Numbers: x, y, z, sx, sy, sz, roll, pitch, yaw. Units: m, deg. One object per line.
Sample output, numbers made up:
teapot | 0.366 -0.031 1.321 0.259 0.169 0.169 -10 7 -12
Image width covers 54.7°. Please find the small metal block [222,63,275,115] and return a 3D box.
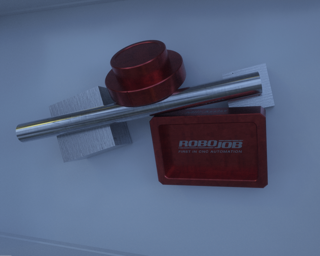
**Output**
small metal block | 0.106 -0.045 0.371 0.050 0.025 0.050 -12 86 19

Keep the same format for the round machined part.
round machined part | -0.021 -0.072 0.374 0.098 0.098 0.042 -5 129 19

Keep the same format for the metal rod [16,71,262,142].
metal rod | -0.034 -0.022 0.372 0.301 0.025 0.025 -11 86 12

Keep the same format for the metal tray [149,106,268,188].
metal tray | 0.059 0.023 0.370 0.130 0.030 0.089 -2 109 19

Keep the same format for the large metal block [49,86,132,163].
large metal block | -0.095 -0.004 0.427 0.080 0.050 0.080 -19 84 18
